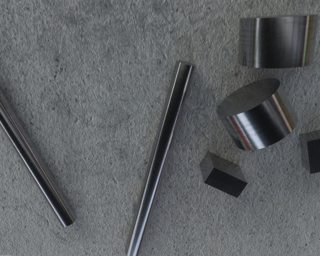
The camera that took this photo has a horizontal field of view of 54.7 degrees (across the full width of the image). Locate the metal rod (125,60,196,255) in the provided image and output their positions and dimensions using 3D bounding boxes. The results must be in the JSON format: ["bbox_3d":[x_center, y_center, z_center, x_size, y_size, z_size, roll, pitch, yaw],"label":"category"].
[{"bbox_3d":[-0.005,0.056,0.430,0.025,0.025,0.298,14,110,-5],"label":"metal rod"}]

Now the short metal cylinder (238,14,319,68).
[{"bbox_3d":[0.129,-0.098,0.345,0.080,0.080,0.050,-3,110,1],"label":"short metal cylinder"}]

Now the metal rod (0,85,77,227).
[{"bbox_3d":[-0.190,0.008,0.410,0.025,0.025,0.299,-21,109,7],"label":"metal rod"}]

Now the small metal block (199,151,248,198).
[{"bbox_3d":[0.085,0.062,0.420,0.050,0.050,0.025,26,108,-9],"label":"small metal block"}]

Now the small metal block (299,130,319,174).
[{"bbox_3d":[0.223,0.030,0.423,0.050,0.025,0.050,-14,110,5],"label":"small metal block"}]

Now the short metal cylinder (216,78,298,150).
[{"bbox_3d":[0.116,-0.017,0.375,0.080,0.080,0.050,-30,108,10],"label":"short metal cylinder"}]
